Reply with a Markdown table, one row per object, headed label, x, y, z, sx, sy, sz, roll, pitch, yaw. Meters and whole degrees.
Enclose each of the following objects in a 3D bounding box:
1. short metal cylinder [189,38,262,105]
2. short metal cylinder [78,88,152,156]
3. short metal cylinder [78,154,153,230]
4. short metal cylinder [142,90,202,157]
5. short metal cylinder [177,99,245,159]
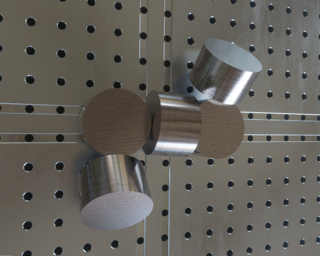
| label | x | y | z | sx | sy | sz | roll | pitch | yaw |
| --- | --- | --- | --- | --- | --- | --- | --- | --- | --- |
| short metal cylinder | 0.085 | -0.075 | 0.409 | 0.081 | 0.080 | 0.050 | 9 | 129 | -20 |
| short metal cylinder | -0.056 | -0.006 | 0.378 | 0.081 | 0.050 | 0.079 | 0 | 90 | -21 |
| short metal cylinder | -0.052 | 0.076 | 0.359 | 0.081 | 0.050 | 0.080 | -10 | 137 | -9 |
| short metal cylinder | 0.011 | -0.005 | 0.388 | 0.050 | 0.080 | 0.080 | 5 | 88 | -20 |
| short metal cylinder | 0.067 | 0.000 | 0.425 | 0.081 | 0.050 | 0.079 | 0 | 90 | -21 |
